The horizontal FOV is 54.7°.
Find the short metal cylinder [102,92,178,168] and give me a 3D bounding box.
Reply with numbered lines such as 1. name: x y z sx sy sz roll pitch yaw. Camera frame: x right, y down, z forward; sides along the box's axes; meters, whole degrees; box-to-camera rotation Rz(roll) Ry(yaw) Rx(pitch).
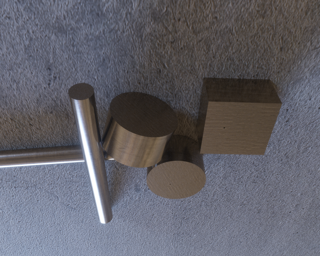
1. short metal cylinder: -0.025 0.001 0.371 0.081 0.080 0.050 13 129 -11

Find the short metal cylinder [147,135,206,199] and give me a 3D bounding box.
1. short metal cylinder: 0.022 0.056 0.438 0.081 0.050 0.079 0 130 0

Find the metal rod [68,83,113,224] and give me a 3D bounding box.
1. metal rod: -0.087 0.059 0.424 0.025 0.025 0.298 2 140 -2

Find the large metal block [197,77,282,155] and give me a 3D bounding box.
1. large metal block: 0.091 -0.013 0.380 0.081 0.050 0.079 1 130 -2

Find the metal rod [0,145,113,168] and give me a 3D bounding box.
1. metal rod: -0.169 0.040 0.439 0.302 0.025 0.025 -4 130 3
